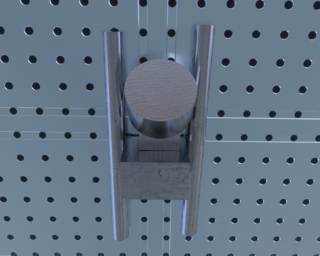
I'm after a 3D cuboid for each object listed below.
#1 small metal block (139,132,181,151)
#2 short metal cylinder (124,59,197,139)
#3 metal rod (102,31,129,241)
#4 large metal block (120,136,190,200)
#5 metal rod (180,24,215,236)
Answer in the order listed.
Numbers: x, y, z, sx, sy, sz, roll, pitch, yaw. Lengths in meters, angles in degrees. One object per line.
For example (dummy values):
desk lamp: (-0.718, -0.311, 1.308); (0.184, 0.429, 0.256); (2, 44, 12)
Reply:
small metal block: (-0.001, 0.007, 0.402); (0.050, 0.050, 0.025); (1, 110, -1)
short metal cylinder: (0.001, -0.033, 0.365); (0.081, 0.050, 0.080); (1, 66, -1)
metal rod: (-0.058, 0.024, 0.422); (0.025, 0.025, 0.298); (1, 110, 0)
large metal block: (-0.006, 0.049, 0.399); (0.081, 0.080, 0.050); (1, 110, -1)
metal rod: (0.048, 0.017, 0.420); (0.025, 0.025, 0.298); (2, 110, -1)
